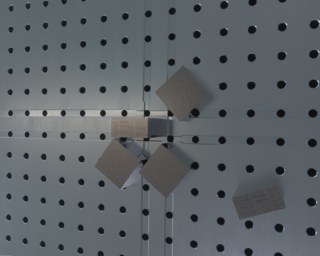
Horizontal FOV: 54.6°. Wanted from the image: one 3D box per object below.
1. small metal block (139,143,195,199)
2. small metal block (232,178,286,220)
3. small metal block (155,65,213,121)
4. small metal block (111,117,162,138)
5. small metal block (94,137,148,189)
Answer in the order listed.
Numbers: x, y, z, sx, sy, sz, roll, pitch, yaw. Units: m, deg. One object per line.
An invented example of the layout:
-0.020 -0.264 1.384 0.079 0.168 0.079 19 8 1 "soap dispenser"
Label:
0.009 0.055 0.410 0.050 0.025 0.050 41 103 15 "small metal block"
0.115 0.081 0.359 0.050 0.050 0.025 -21 83 19 "small metal block"
0.031 -0.044 0.402 0.050 0.025 0.050 -43 77 15 "small metal block"
-0.030 -0.001 0.410 0.050 0.050 0.025 1 91 20 "small metal block"
-0.054 0.048 0.432 0.050 0.025 0.050 38 102 16 "small metal block"
